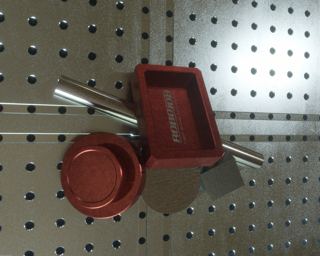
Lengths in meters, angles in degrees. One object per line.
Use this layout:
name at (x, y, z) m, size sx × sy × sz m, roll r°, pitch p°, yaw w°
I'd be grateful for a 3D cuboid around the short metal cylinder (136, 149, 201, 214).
short metal cylinder at (0.005, 0.064, 0.397) m, size 0.081 × 0.050 × 0.079 m, roll 0°, pitch 90°, yaw -20°

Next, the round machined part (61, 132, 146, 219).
round machined part at (-0.068, 0.053, 0.350) m, size 0.098 × 0.042 × 0.097 m, roll -1°, pitch 85°, yaw 12°

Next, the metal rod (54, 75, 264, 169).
metal rod at (0.013, -0.001, 0.414) m, size 0.302 × 0.025 × 0.025 m, roll 21°, pitch 83°, yaw -19°

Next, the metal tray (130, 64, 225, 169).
metal tray at (0.018, -0.017, 0.382) m, size 0.091 × 0.030 × 0.130 m, roll 0°, pitch 61°, yaw -21°

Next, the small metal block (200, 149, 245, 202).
small metal block at (0.082, 0.065, 0.428) m, size 0.050 × 0.025 × 0.050 m, roll -27°, pitch 116°, yaw -2°
